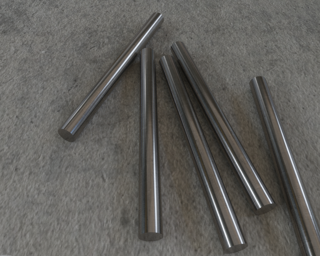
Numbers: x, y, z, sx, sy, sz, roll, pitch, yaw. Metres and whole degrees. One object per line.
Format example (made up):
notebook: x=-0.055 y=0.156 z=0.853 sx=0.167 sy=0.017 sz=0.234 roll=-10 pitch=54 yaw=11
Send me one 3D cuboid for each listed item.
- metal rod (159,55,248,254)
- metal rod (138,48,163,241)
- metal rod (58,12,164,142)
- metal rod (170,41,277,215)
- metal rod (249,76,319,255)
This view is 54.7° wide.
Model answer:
metal rod: x=0.043 y=0.006 z=0.398 sx=0.025 sy=0.025 sz=0.300 roll=-9 pitch=51 yaw=-8
metal rod: x=-0.015 y=-0.005 z=0.407 sx=0.025 sy=0.025 sz=0.300 roll=-1 pitch=50 yaw=-2
metal rod: x=-0.061 y=-0.096 z=0.483 sx=0.025 sy=0.025 sz=0.301 roll=18 pitch=52 yaw=14
metal rod: x=0.071 y=-0.023 z=0.423 sx=0.025 sy=0.025 sz=0.300 roll=-12 pitch=51 yaw=-11
metal rod: x=0.149 y=0.047 z=0.365 sx=0.025 sy=0.025 sz=0.300 roll=-1 pitch=50 yaw=-1
